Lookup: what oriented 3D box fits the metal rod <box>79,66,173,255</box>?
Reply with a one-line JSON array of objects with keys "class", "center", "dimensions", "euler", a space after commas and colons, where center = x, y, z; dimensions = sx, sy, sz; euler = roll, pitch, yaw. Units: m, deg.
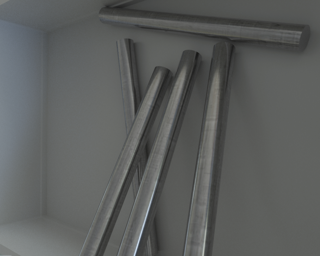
[{"class": "metal rod", "center": [-0.046, 0.060, 0.363], "dimensions": [0.025, 0.025, 0.299], "euler": [6, 68, 40]}]

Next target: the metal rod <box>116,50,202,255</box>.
[{"class": "metal rod", "center": [-0.005, 0.048, 0.333], "dimensions": [0.025, 0.025, 0.299], "euler": [3, 67, 40]}]

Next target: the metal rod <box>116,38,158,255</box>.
[{"class": "metal rod", "center": [-0.033, 0.023, 0.433], "dimensions": [0.025, 0.025, 0.298], "euler": [-12, 83, 39]}]

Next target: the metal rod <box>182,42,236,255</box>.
[{"class": "metal rod", "center": [0.045, 0.046, 0.293], "dimensions": [0.025, 0.025, 0.299], "euler": [-8, 61, 40]}]

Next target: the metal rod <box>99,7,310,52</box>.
[{"class": "metal rod", "center": [0.027, -0.129, 0.384], "dimensions": [0.300, 0.025, 0.025], "euler": [22, 104, 38]}]
